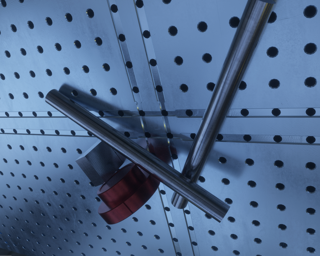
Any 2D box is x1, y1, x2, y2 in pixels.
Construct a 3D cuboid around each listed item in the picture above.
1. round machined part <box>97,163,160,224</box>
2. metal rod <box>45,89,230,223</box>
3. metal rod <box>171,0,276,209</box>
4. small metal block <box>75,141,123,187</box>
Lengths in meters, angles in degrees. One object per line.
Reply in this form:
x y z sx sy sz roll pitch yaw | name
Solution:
-0.050 0.087 0.442 0.098 0.098 0.042 -31 102 37 | round machined part
-0.040 0.031 0.428 0.300 0.025 0.025 33 129 14 | metal rod
0.062 -0.004 0.374 0.025 0.025 0.298 25 127 12 | metal rod
-0.092 0.052 0.474 0.025 0.050 0.050 -25 105 38 | small metal block
